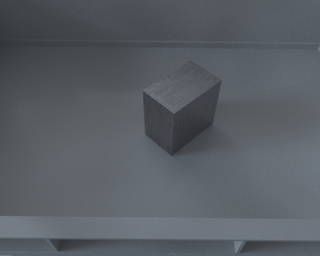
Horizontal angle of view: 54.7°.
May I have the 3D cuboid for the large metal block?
[{"bbox_3d":[0.027,-0.025,0.390,0.080,0.080,0.050,-36,59,-26],"label":"large metal block"}]
